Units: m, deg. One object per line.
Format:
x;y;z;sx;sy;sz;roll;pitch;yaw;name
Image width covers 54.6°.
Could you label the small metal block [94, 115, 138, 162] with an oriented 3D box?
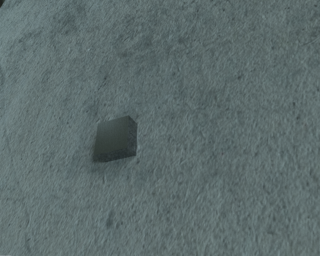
-0.060;0.015;0.427;0.050;0.025;0.050;-14;56;20;small metal block
